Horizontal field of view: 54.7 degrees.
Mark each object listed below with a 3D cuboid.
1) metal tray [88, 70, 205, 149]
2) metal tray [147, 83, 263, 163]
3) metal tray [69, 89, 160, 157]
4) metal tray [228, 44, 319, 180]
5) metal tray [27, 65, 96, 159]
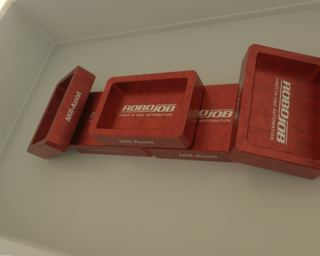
[{"bbox_3d":[-0.018,-0.023,0.385,0.130,0.030,0.090,1,61,28],"label":"metal tray"},{"bbox_3d":[0.054,-0.007,0.378,0.130,0.030,0.090,0,62,28],"label":"metal tray"},{"bbox_3d":[-0.061,-0.009,0.439,0.130,0.030,0.090,0,62,28],"label":"metal tray"},{"bbox_3d":[0.127,-0.020,0.322,0.090,0.030,0.130,13,65,3],"label":"metal tray"},{"bbox_3d":[-0.150,-0.022,0.470,0.090,0.030,0.130,-17,50,50],"label":"metal tray"}]
